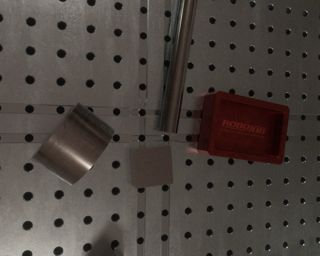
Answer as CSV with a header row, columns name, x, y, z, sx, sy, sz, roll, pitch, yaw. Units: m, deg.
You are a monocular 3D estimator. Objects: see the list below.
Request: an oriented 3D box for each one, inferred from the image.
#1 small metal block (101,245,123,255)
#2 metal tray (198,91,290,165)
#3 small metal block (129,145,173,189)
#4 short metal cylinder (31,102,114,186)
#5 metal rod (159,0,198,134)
name,x,y,z,sx,sy,sz,roll,pitch,yaw
small metal block,-0.064,0.179,0.377,0.025,0.050,0.050,45,76,-15
metal tray,0.126,0.002,0.457,0.131,0.030,0.089,9,87,-20
small metal block,-0.012,0.050,0.409,0.050,0.025,0.050,-4,92,-20
short metal cylinder,-0.097,0.017,0.348,0.050,0.080,0.080,40,77,-16
metal rod,0.034,-0.141,0.426,0.025,0.025,0.298,10,87,-20
